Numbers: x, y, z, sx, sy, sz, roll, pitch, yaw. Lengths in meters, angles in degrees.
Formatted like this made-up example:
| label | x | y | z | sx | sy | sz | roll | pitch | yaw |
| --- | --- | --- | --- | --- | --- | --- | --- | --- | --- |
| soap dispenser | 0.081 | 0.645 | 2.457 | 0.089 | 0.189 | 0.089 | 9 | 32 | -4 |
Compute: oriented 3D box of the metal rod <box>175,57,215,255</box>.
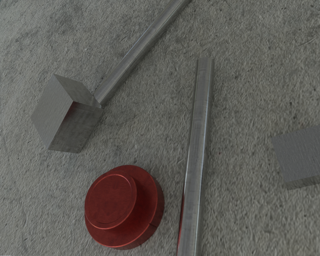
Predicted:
| label | x | y | z | sx | sy | sz | roll | pitch | yaw |
| --- | --- | --- | --- | --- | --- | --- | --- | --- | --- |
| metal rod | 0.042 | 0.042 | 0.355 | 0.025 | 0.025 | 0.299 | -5 | 59 | 25 |

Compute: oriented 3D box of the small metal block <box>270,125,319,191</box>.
| label | x | y | z | sx | sy | sz | roll | pitch | yaw |
| --- | --- | --- | --- | --- | --- | --- | --- | --- | --- |
| small metal block | 0.145 | 0.030 | 0.310 | 0.050 | 0.025 | 0.050 | -17 | 55 | 17 |

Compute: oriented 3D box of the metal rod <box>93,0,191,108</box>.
| label | x | y | z | sx | sy | sz | roll | pitch | yaw |
| --- | --- | --- | --- | --- | --- | --- | --- | --- | --- |
| metal rod | -0.014 | -0.148 | 0.500 | 0.025 | 0.025 | 0.300 | 30 | 78 | 37 |

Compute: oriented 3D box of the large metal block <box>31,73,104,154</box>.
| label | x | y | z | sx | sy | sz | roll | pitch | yaw |
| --- | --- | --- | --- | --- | --- | --- | --- | --- | --- |
| large metal block | -0.138 | -0.021 | 0.453 | 0.080 | 0.050 | 0.080 | 46 | 111 | 39 |

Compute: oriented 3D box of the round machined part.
| label | x | y | z | sx | sy | sz | roll | pitch | yaw |
| --- | --- | --- | --- | --- | --- | --- | --- | --- | --- |
| round machined part | -0.048 | 0.088 | 0.363 | 0.098 | 0.042 | 0.098 | -13 | 56 | 20 |
